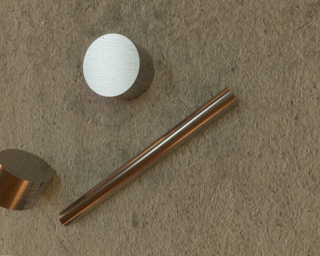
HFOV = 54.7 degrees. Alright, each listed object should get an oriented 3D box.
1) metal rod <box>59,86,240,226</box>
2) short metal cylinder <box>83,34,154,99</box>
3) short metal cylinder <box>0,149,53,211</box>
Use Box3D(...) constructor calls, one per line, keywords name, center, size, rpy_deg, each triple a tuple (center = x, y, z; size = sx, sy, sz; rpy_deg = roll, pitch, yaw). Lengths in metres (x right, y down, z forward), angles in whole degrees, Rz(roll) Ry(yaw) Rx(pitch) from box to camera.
Box3D(name="metal rod", center=(-0.025, 0.047, 0.417), size=(0.300, 0.025, 0.025), rpy_deg=(-37, 78, 16))
Box3D(name="short metal cylinder", center=(-0.054, -0.080, 0.415), size=(0.080, 0.050, 0.080), rpy_deg=(0, 90, 20))
Box3D(name="short metal cylinder", center=(-0.206, 0.074, 0.452), size=(0.080, 0.080, 0.050), rpy_deg=(36, 102, 16))
